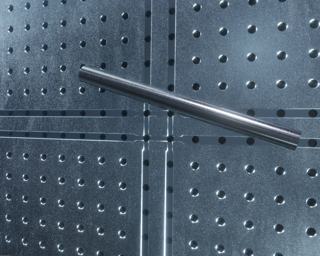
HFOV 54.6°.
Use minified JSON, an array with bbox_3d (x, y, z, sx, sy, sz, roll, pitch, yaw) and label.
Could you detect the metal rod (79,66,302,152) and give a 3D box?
[{"bbox_3d":[0.024,-0.032,0.404,0.301,0.025,0.025,19,97,19],"label":"metal rod"}]
